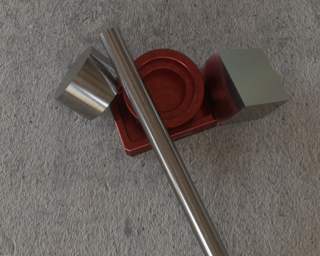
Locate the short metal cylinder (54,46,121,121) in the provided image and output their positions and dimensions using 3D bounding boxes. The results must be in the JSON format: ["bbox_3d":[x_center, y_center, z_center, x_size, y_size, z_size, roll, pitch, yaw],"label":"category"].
[{"bbox_3d":[-0.089,-0.056,0.393,0.050,0.080,0.080,35,69,-26],"label":"short metal cylinder"}]

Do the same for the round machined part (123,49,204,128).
[{"bbox_3d":[0.003,-0.046,0.392,0.099,0.042,0.097,0,85,-5],"label":"round machined part"}]

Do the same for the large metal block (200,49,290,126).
[{"bbox_3d":[0.105,-0.054,0.399,0.081,0.050,0.080,-10,68,-32],"label":"large metal block"}]

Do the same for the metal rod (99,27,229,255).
[{"bbox_3d":[0.006,0.026,0.354,0.025,0.025,0.299,-26,89,-9],"label":"metal rod"}]

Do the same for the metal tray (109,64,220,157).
[{"bbox_3d":[0.003,-0.026,0.416,0.131,0.030,0.090,-19,71,-8],"label":"metal tray"}]
